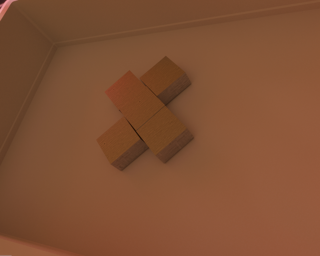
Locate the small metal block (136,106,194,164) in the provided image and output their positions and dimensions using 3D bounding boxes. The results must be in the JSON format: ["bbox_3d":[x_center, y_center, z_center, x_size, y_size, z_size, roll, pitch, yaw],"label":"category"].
[{"bbox_3d":[0.006,0.008,0.395,0.050,0.025,0.050,-41,51,0],"label":"small metal block"}]

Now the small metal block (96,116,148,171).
[{"bbox_3d":[-0.051,0.021,0.418,0.050,0.025,0.050,-41,51,1],"label":"small metal block"}]

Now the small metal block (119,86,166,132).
[{"bbox_3d":[-0.020,-0.022,0.426,0.050,0.025,0.050,-41,51,0],"label":"small metal block"}]

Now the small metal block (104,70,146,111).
[{"bbox_3d":[-0.046,-0.050,0.458,0.050,0.025,0.050,-41,51,0],"label":"small metal block"}]

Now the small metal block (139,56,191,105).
[{"bbox_3d":[0.007,-0.067,0.441,0.050,0.025,0.050,-40,51,-1],"label":"small metal block"}]
